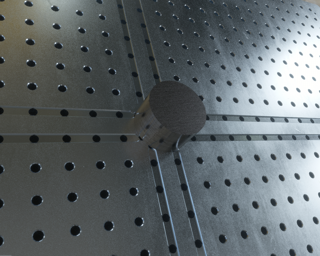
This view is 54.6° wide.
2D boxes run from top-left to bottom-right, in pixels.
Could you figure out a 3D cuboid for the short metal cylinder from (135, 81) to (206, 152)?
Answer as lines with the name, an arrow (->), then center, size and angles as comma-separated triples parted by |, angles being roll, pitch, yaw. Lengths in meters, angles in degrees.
short metal cylinder -> 0.013, -0.015, 0.408 | 0.081, 0.050, 0.080 | 13, 56, -21
